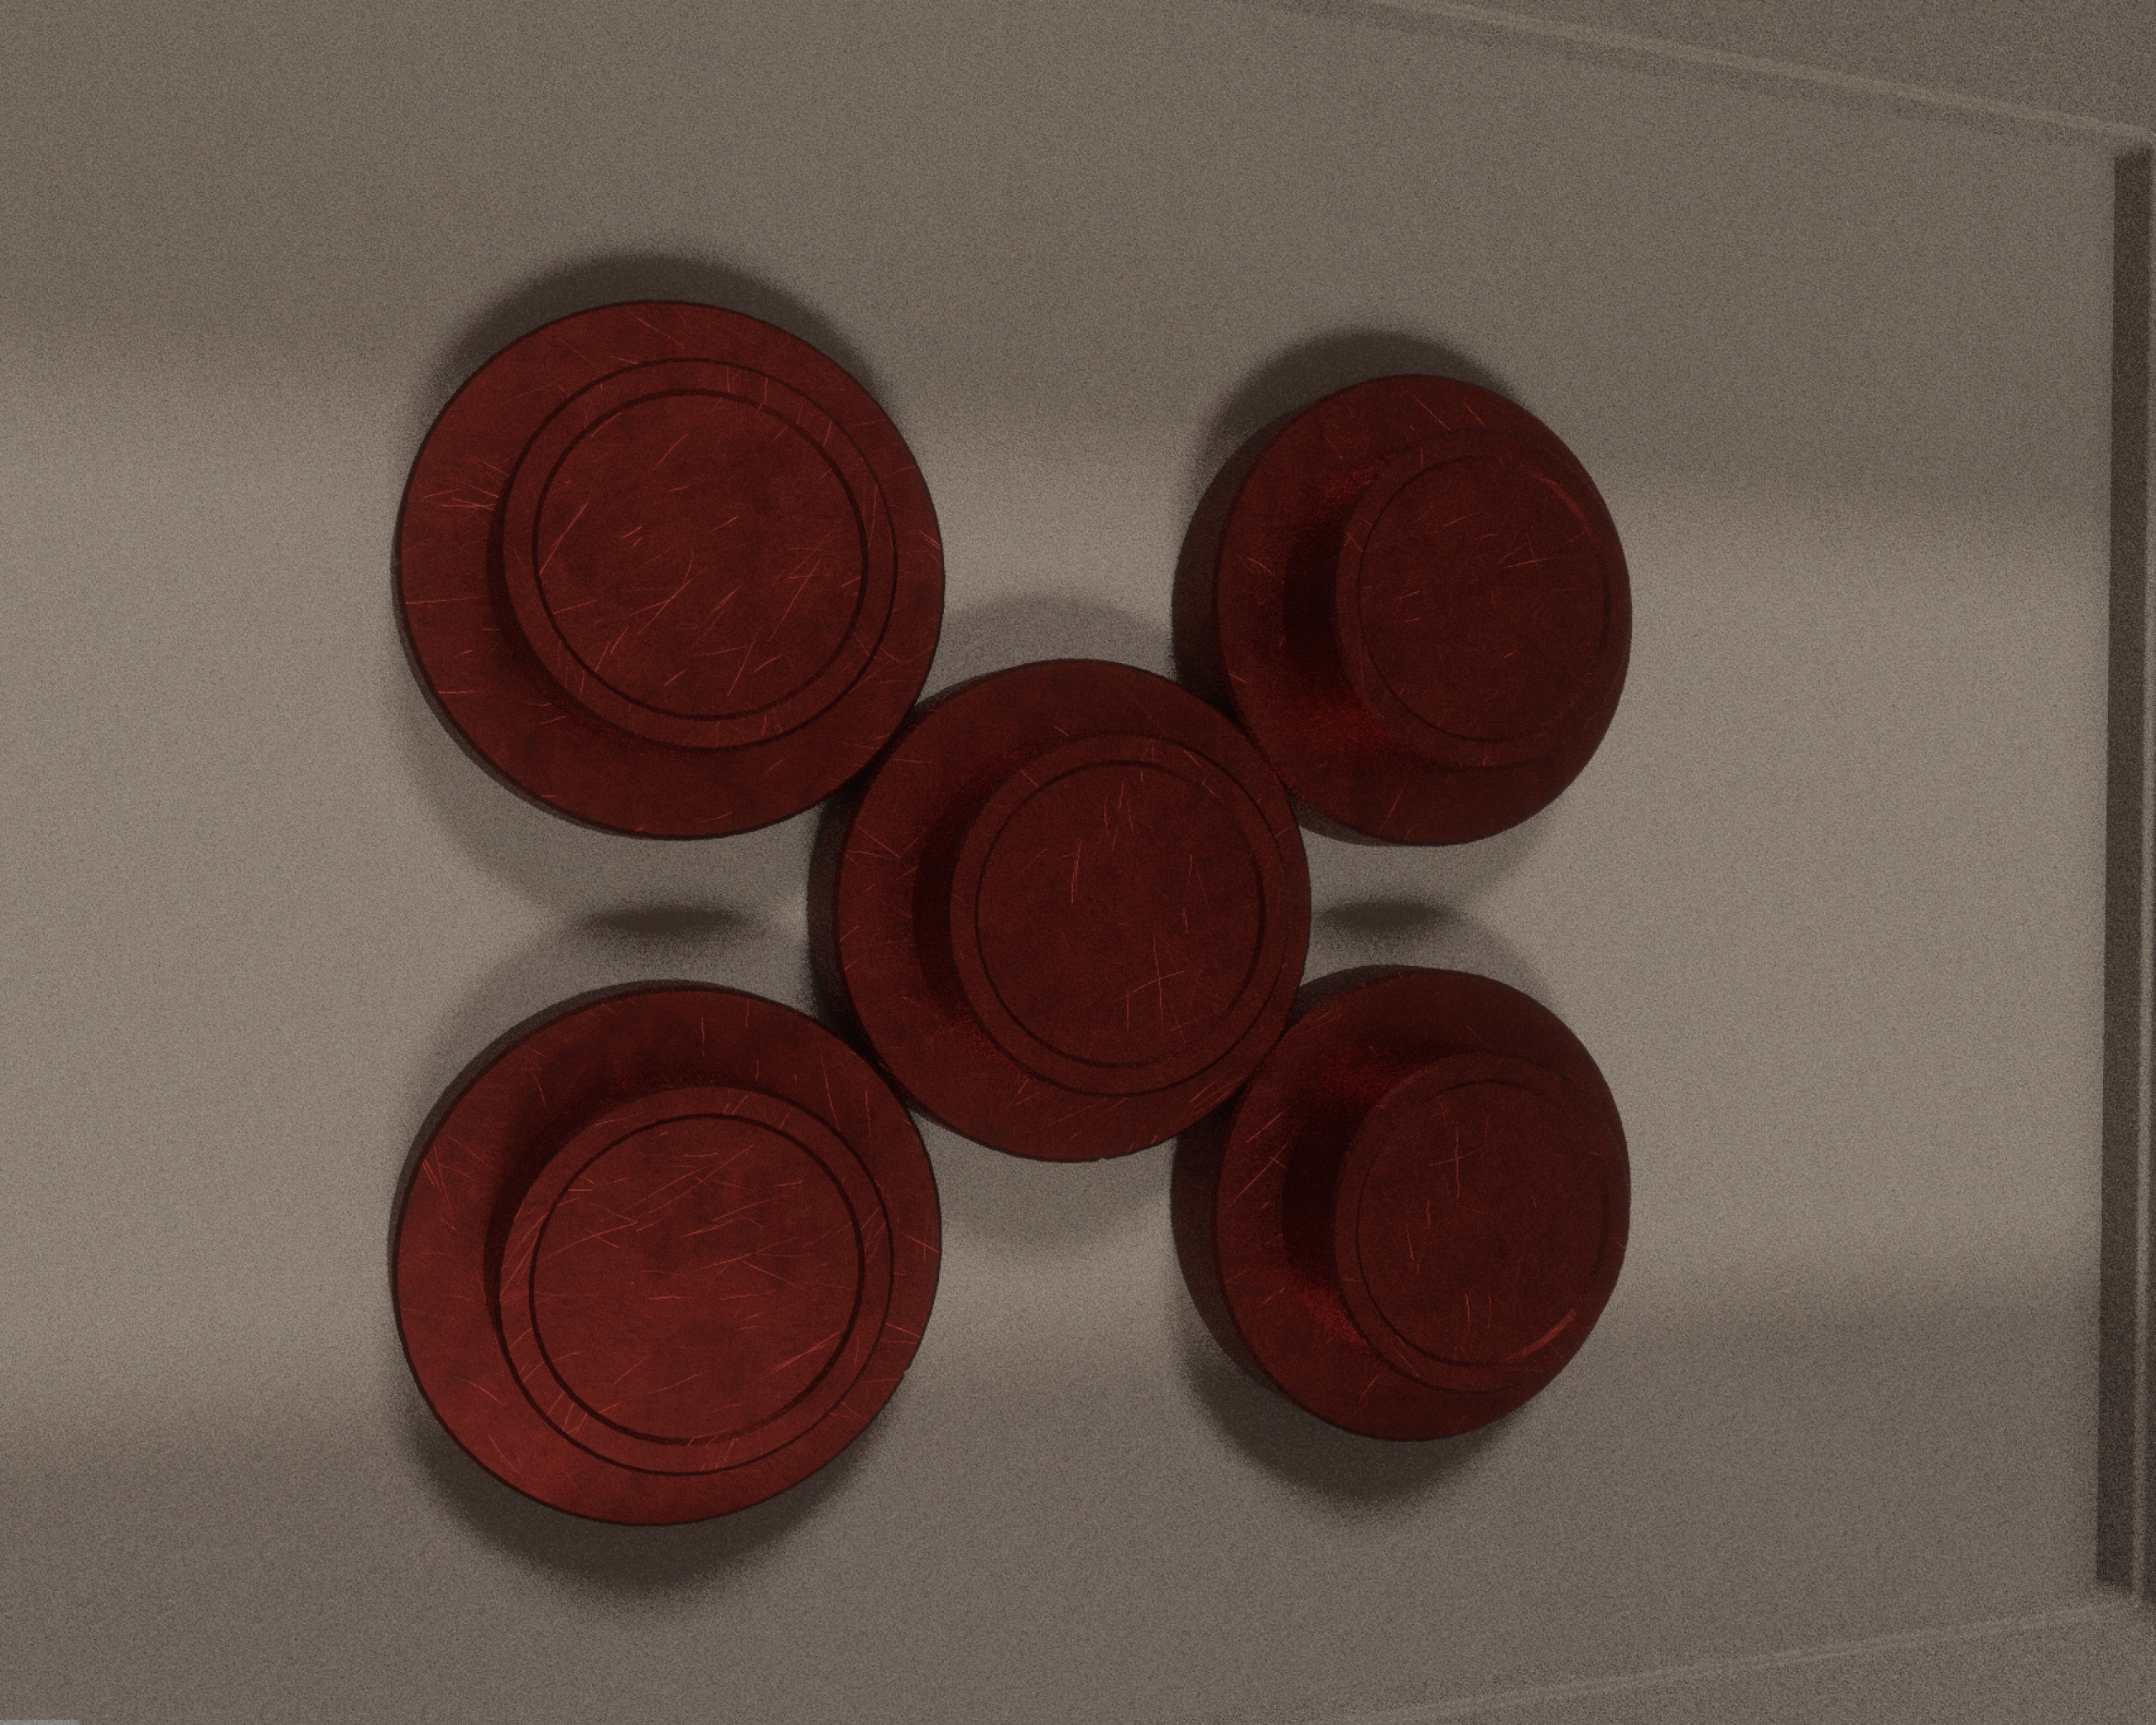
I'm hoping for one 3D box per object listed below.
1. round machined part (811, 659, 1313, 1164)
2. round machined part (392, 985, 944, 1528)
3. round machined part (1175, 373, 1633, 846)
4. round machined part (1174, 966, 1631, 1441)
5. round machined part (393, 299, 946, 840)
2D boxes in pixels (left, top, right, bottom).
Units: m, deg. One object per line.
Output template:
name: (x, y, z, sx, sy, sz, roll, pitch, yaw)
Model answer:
round machined part: (0.001, 0.009, 0.401, 0.099, 0.042, 0.097, 0, 90, -21)
round machined part: (-0.071, 0.071, 0.375, 0.099, 0.042, 0.097, 0, 90, -21)
round machined part: (0.073, -0.052, 0.428, 0.099, 0.042, 0.097, 0, 90, -21)
round machined part: (0.073, 0.071, 0.429, 0.099, 0.042, 0.097, 0, 90, -21)
round machined part: (-0.071, -0.053, 0.374, 0.099, 0.042, 0.097, 0, 90, -21)
